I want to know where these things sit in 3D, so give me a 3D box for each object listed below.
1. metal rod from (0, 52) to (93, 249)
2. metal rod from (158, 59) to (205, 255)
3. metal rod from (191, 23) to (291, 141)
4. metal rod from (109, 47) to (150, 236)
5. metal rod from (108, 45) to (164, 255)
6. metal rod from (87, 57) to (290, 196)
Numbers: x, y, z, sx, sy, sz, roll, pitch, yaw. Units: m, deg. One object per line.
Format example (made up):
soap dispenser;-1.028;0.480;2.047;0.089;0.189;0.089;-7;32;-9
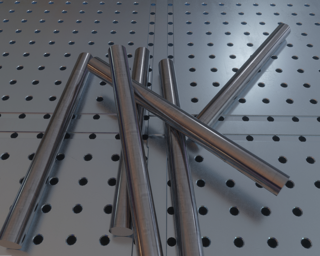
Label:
metal rod;-0.135;0.002;0.405;0.025;0.025;0.300;5;50;4
metal rod;0.020;0.014;0.395;0.025;0.025;0.300;-3;50;-3
metal rod;0.132;-0.083;0.478;0.025;0.025;0.301;30;56;22
metal rod;-0.034;-0.008;0.414;0.025;0.025;0.300;2;50;1
metal rod;-0.030;0.026;0.348;0.025;0.025;0.299;-8;62;-7
metal rod;0.017;-0.016;0.386;0.300;0.025;0.025;34;58;25
